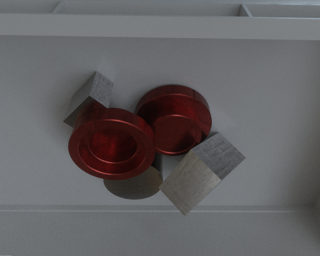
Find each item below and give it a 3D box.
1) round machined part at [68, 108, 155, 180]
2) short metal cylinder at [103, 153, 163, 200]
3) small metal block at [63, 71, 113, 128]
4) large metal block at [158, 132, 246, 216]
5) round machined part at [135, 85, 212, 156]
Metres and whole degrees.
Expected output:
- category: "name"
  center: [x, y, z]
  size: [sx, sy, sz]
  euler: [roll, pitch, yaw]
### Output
- category: "round machined part"
  center: [-0.055, 0.015, 0.369]
  size: [0.099, 0.042, 0.097]
  euler: [-1, 130, 0]
- category: "short metal cylinder"
  center: [-0.036, 0.057, 0.438]
  size: [0.081, 0.050, 0.079]
  euler: [0, 130, 0]
- category: "small metal block"
  center: [-0.083, -0.030, 0.363]
  size: [0.025, 0.050, 0.050]
  euler: [37, 121, -27]
- category: "large metal block"
  center: [0.057, 0.060, 0.414]
  size: [0.050, 0.081, 0.080]
  euler: [46, 125, 15]
- category: "round machined part"
  center: [0.017, -0.002, 0.392]
  size: [0.099, 0.042, 0.097]
  euler: [-1, 130, 0]
